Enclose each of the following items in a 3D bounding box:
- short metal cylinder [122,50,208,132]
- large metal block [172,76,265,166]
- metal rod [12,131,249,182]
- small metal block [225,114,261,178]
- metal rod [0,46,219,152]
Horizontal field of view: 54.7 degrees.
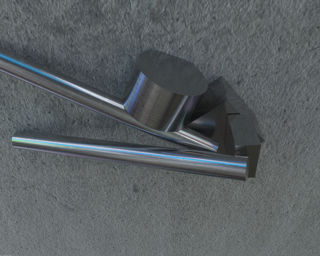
[{"bbox_3d":[0.005,-0.041,0.339,0.081,0.080,0.050,16,128,-14],"label":"short metal cylinder"},{"bbox_3d":[0.069,-0.004,0.388,0.080,0.050,0.080,-33,123,26],"label":"large metal block"},{"bbox_3d":[-0.052,0.028,0.362,0.301,0.025,0.025,5,134,23],"label":"metal rod"},{"bbox_3d":[0.089,0.020,0.341,0.025,0.050,0.050,-3,130,3],"label":"small metal block"},{"bbox_3d":[-0.076,-0.033,0.342,0.301,0.025,0.025,23,127,-5],"label":"metal rod"}]
